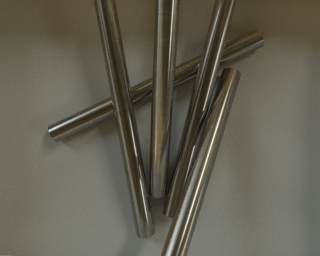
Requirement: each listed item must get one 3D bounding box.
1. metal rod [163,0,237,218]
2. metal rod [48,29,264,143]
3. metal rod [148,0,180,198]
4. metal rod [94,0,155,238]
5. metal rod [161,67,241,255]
[{"bbox_3d":[0.050,-0.029,0.393,0.025,0.025,0.298,13,97,-1],"label":"metal rod"},{"bbox_3d":[-0.005,-0.056,0.411,0.301,0.025,0.025,-25,90,-1],"label":"metal rod"},{"bbox_3d":[0.004,-0.050,0.352,0.025,0.025,0.298,3,114,-1],"label":"metal rod"},{"bbox_3d":[-0.042,-0.005,0.389,0.025,0.025,0.298,-9,99,0],"label":"metal rod"},{"bbox_3d":[0.045,0.054,0.353,0.025,0.025,0.300,22,66,0],"label":"metal rod"}]
